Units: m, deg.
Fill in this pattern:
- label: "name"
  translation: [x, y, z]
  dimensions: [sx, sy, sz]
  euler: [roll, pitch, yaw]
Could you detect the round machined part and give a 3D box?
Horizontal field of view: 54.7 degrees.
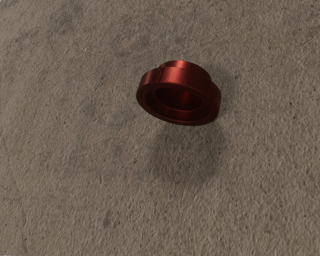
- label: "round machined part"
  translation: [0.024, -0.044, 0.370]
  dimensions: [0.098, 0.098, 0.042]
  euler: [1, 63, 28]
